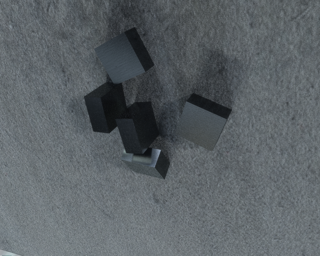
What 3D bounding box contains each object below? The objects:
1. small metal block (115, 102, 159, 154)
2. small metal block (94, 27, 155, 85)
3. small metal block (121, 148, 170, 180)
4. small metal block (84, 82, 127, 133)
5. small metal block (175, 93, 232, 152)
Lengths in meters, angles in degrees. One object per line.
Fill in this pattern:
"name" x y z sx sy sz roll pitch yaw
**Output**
"small metal block" -0.028 -0.001 0.403 0.025 0.050 0.050 0 118 28
"small metal block" -0.043 -0.086 0.375 0.050 0.025 0.050 -17 110 34
"small metal block" -0.019 0.046 0.429 0.050 0.025 0.050 11 157 22
"small metal block" -0.069 -0.028 0.408 0.025 0.050 0.050 6 121 25
"small metal block" 0.052 -0.007 0.374 0.050 0.025 0.050 26 127 12
